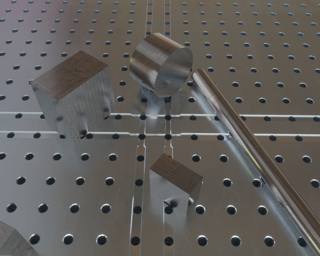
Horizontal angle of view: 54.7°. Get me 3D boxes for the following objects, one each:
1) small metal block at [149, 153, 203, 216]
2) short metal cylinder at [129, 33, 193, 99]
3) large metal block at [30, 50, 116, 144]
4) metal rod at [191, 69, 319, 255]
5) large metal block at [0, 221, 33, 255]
[{"bbox_3d":[0.016,0.062,0.339,0.050,0.050,0.025,30,56,22],"label":"small metal block"},{"bbox_3d":[0.002,-0.089,0.447,0.050,0.080,0.080,37,59,26],"label":"short metal cylinder"},{"bbox_3d":[-0.108,-0.040,0.404,0.050,0.080,0.080,31,57,23],"label":"large metal block"},{"bbox_3d":[0.115,0.025,0.387,0.025,0.025,0.300,-17,52,-14],"label":"metal rod"},{"bbox_3d":[-0.185,0.122,0.287,0.080,0.050,0.080,20,53,16],"label":"large metal block"}]
